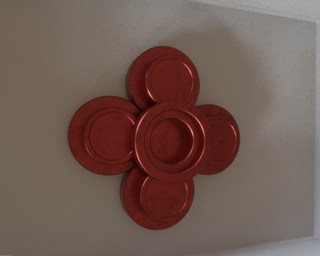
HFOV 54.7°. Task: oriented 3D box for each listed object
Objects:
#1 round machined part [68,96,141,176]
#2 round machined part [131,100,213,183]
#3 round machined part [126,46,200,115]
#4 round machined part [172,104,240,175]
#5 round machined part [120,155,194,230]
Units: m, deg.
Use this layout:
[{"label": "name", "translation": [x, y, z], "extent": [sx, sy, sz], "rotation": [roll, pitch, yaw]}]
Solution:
[{"label": "round machined part", "translation": [-0.060, 0.009, 0.377], "extent": [0.099, 0.042, 0.097], "rotation": [0, 90, -20]}, {"label": "round machined part", "translation": [0.011, 0.016, 0.381], "extent": [0.099, 0.042, 0.097], "rotation": [0, 90, -20]}, {"label": "round machined part", "translation": [0.008, -0.058, 0.401], "extent": [0.099, 0.042, 0.097], "rotation": [0, 90, -20]}, {"label": "round machined part", "translation": [0.069, 0.016, 0.424], "extent": [0.099, 0.042, 0.097], "rotation": [0, 90, -20]}, {"label": "round machined part", "translation": [0.001, 0.083, 0.400], "extent": [0.099, 0.042, 0.097], "rotation": [1, 88, -21]}]
